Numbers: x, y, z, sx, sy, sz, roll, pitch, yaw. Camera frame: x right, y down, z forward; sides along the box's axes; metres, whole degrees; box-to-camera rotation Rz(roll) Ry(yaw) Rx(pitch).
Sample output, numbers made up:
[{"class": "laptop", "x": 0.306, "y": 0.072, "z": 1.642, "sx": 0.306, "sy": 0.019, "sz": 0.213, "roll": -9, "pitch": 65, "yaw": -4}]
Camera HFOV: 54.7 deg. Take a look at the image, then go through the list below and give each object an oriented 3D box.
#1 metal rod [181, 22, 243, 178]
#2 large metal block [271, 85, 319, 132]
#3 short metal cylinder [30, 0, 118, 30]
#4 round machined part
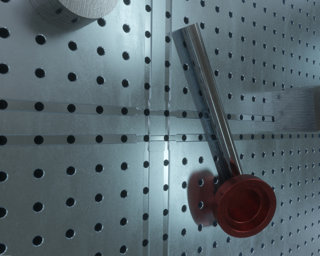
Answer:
[{"class": "metal rod", "x": 0.092, "y": -0.013, "z": 0.486, "sx": 0.025, "sy": 0.025, "sz": 0.298, "roll": -33, "pitch": 110, "yaw": -35}, {"class": "large metal block", "x": 0.269, "y": -0.037, "z": 0.599, "sx": 0.050, "sy": 0.080, "sz": 0.079, "roll": -15, "pitch": 100, "yaw": -39}, {"class": "short metal cylinder", "x": -0.089, "y": -0.147, "z": 0.318, "sx": 0.081, "sy": 0.050, "sz": 0.079, "roll": 0, "pitch": 90, "yaw": -40}, {"class": "round machined part", "x": 0.128, "y": 0.118, "z": 0.488, "sx": 0.099, "sy": 0.042, "sz": 0.097, "roll": -3, "pitch": 103, "yaw": -13}]
